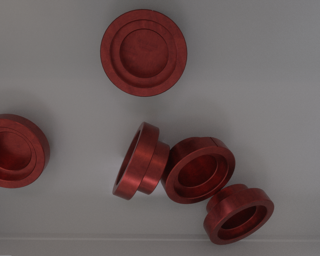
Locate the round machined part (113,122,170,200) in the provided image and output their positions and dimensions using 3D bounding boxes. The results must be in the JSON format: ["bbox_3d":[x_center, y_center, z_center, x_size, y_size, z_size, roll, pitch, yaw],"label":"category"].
[{"bbox_3d":[-0.021,0.044,0.389,0.042,0.098,0.097,24,108,-8],"label":"round machined part"}]

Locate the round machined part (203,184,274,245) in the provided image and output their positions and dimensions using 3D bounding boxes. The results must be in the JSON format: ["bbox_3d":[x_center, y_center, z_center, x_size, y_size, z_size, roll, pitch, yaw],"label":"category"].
[{"bbox_3d":[0.104,0.116,0.431,0.099,0.042,0.097,-15,134,-15],"label":"round machined part"}]

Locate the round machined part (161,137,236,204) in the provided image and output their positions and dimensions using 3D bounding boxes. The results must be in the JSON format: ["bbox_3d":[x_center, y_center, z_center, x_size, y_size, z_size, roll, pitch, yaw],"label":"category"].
[{"bbox_3d":[0.046,0.050,0.408,0.099,0.042,0.097,-13,129,-17],"label":"round machined part"}]

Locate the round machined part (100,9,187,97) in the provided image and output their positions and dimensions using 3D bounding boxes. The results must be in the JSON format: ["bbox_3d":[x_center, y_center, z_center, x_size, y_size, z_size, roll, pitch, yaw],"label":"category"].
[{"bbox_3d":[-0.018,-0.090,0.369,0.099,0.042,0.097,0,110,0],"label":"round machined part"}]

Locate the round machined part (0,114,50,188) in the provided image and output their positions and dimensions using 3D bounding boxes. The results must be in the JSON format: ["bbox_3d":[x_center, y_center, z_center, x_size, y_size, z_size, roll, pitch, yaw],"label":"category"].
[{"bbox_3d":[-0.195,0.027,0.410,0.099,0.042,0.097,0,110,0],"label":"round machined part"}]
